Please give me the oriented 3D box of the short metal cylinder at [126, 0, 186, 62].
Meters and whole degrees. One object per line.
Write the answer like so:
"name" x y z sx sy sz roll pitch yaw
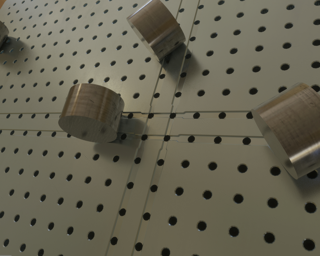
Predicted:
"short metal cylinder" -0.006 -0.148 0.467 0.050 0.080 0.080 -38 51 3

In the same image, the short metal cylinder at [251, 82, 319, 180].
"short metal cylinder" 0.133 0.003 0.301 0.050 0.080 0.080 -31 52 8

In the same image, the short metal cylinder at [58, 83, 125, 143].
"short metal cylinder" -0.094 -0.019 0.434 0.080 0.080 0.050 -4 60 26

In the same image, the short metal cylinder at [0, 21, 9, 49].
"short metal cylinder" -0.404 -0.223 0.722 0.080 0.080 0.050 3 63 29
